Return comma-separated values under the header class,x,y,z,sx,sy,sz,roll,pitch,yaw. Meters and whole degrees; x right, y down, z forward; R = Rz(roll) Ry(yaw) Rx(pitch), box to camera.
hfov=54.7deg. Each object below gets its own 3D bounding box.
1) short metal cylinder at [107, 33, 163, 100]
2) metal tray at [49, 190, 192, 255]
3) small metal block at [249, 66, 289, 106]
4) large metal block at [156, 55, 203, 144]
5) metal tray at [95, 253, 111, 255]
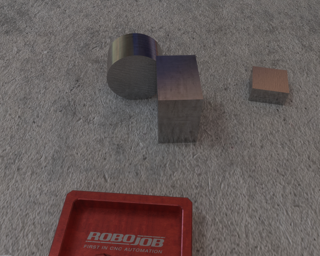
class,x,y,z,sx,sy,sz,roll,pitch,yaw
short metal cylinder,-0.034,-0.086,0.439,0.081,0.080,0.050,-4,50,-3
metal tray,-0.035,0.112,0.305,0.131,0.030,0.090,3,50,2
small metal block,0.160,-0.063,0.457,0.050,0.025,0.050,9,51,7
large metal block,0.022,-0.036,0.398,0.050,0.080,0.080,-2,50,-1
metal tray,-0.024,0.172,0.231,0.130,0.030,0.090,34,70,15
